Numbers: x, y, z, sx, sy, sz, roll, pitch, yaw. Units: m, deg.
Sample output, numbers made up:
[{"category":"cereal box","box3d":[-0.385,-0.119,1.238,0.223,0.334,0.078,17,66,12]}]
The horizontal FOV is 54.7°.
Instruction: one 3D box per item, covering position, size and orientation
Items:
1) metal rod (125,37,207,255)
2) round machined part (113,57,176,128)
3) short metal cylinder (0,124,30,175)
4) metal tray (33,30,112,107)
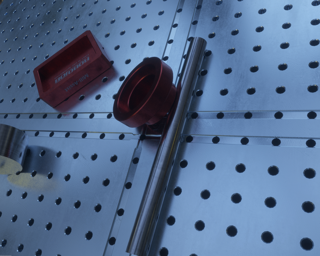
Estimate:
[{"category":"metal rod","box3d":[0.016,0.007,0.394,0.025,0.025,0.300,3,63,29]},{"category":"round machined part","box3d":[-0.016,-0.043,0.416,0.098,0.042,0.098,-34,39,33]},{"category":"short metal cylinder","box3d":[-0.251,0.034,0.481,0.080,0.080,0.050,-13,57,21]},{"category":"metal tray","box3d":[-0.158,-0.107,0.550,0.130,0.030,0.090,-34,52,5]}]
